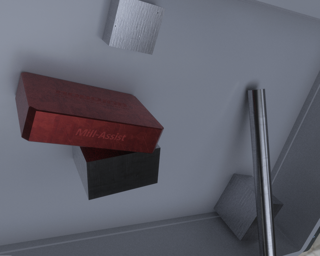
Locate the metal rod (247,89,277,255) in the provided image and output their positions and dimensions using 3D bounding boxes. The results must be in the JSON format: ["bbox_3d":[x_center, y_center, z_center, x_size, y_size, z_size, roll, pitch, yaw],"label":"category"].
[{"bbox_3d":[0.158,0.091,0.473,0.025,0.025,0.298,-9,97,-24],"label":"metal rod"}]

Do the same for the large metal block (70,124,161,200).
[{"bbox_3d":[-0.054,0.030,0.363,0.081,0.080,0.050,-10,123,-24],"label":"large metal block"}]

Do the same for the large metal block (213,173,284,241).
[{"bbox_3d":[0.153,0.138,0.545,0.050,0.080,0.079,13,112,-34],"label":"large metal block"}]

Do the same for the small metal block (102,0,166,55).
[{"bbox_3d":[-0.028,-0.109,0.327,0.050,0.025,0.050,4,117,-31],"label":"small metal block"}]

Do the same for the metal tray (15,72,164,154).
[{"bbox_3d":[-0.072,-0.015,0.318,0.131,0.090,0.030,9,114,-33],"label":"metal tray"}]
